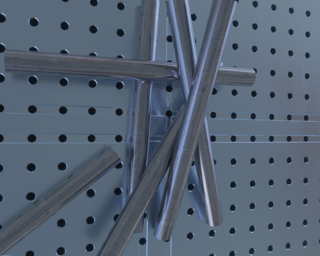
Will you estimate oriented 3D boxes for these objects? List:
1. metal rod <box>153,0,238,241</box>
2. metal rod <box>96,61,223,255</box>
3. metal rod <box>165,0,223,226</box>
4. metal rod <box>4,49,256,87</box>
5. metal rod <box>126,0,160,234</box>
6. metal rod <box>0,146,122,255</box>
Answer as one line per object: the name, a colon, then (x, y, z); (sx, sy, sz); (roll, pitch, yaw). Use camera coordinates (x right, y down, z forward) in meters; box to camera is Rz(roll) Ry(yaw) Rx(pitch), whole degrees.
metal rod: (0.035, 0.005, 0.366); (0.025, 0.025, 0.298); (6, 111, -20)
metal rod: (0.008, 0.031, 0.394); (0.025, 0.025, 0.300); (36, 71, -17)
metal rod: (0.048, -0.005, 0.391); (0.025, 0.025, 0.298); (-20, 111, -19)
metal rod: (-0.020, -0.070, 0.377); (0.302, 0.025, 0.025); (1, 90, -18)
metal rod: (-0.023, -0.017, 0.403); (0.025, 0.025, 0.298); (5, 88, -20)
metal rod: (-0.170, 0.122, 0.350); (0.301, 0.025, 0.025); (-38, 102, -16)
